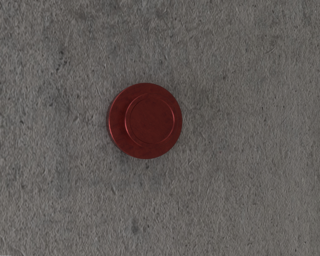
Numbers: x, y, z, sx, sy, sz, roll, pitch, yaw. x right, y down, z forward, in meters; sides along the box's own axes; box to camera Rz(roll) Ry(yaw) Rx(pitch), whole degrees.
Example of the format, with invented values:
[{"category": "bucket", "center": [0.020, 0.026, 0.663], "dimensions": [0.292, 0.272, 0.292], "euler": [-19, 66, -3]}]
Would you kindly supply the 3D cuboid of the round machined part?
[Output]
[{"category": "round machined part", "center": [-0.016, -0.009, 0.394], "dimensions": [0.099, 0.042, 0.097], "euler": [0, 90, -20]}]
